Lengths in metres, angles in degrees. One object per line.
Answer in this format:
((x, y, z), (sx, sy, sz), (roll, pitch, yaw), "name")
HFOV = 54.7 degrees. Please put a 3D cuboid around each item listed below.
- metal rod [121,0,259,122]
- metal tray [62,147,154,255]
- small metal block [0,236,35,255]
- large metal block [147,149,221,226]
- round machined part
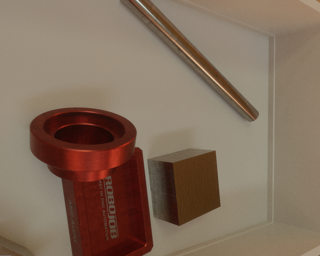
((0.062, -0.093, 0.460), (0.301, 0.025, 0.025), (35, 68, -35), "metal rod")
((-0.058, 0.092, 0.356), (0.091, 0.030, 0.129), (-11, 97, -40), "metal tray")
((-0.140, 0.116, 0.275), (0.050, 0.050, 0.025), (44, 64, -32), "small metal block")
((0.034, 0.075, 0.421), (0.081, 0.050, 0.079), (-10, 97, -40), "large metal block")
((-0.074, 0.017, 0.304), (0.099, 0.098, 0.042), (-11, 121, -40), "round machined part")
